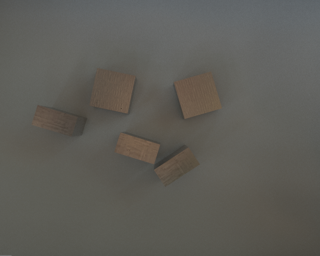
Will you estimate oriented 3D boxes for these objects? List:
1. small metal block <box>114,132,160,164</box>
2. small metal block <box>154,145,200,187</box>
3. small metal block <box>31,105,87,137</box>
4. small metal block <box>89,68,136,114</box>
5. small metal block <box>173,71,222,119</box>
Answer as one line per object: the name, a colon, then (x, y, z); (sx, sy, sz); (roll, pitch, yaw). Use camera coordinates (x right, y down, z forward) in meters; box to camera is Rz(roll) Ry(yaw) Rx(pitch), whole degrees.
small metal block: (-0.028, 0.024, 0.399); (0.050, 0.050, 0.025); (17, 90, -1)
small metal block: (0.020, 0.047, 0.399); (0.050, 0.050, 0.025); (-33, 90, 0)
small metal block: (-0.127, -0.009, 0.397); (0.050, 0.050, 0.025); (17, 90, -1)
small metal block: (-0.061, -0.048, 0.411); (0.050, 0.025, 0.050); (12, 90, -1)
small metal block: (0.049, -0.042, 0.412); (0.050, 0.025, 0.050); (-16, 90, -1)
